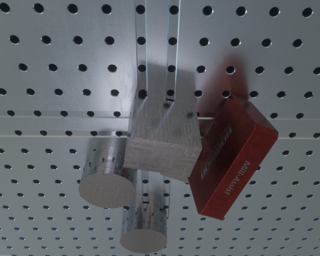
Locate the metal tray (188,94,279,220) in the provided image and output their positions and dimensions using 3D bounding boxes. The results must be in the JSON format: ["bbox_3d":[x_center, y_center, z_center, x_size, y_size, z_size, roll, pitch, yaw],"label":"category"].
[{"bbox_3d":[0.081,0.034,0.380,0.030,0.090,0.129,19,114,-16],"label":"metal tray"}]

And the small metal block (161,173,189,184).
[{"bbox_3d":[0.035,0.051,0.456,0.050,0.025,0.050,20,127,-17],"label":"small metal block"}]

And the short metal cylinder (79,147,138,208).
[{"bbox_3d":[-0.074,0.074,0.458,0.081,0.050,0.079,0,130,0],"label":"short metal cylinder"}]

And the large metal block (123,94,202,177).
[{"bbox_3d":[0.002,0.008,0.383,0.081,0.080,0.050,10,129,-9],"label":"large metal block"}]

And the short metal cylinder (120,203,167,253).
[{"bbox_3d":[-0.028,0.178,0.546,0.081,0.050,0.079,0,130,0],"label":"short metal cylinder"}]
